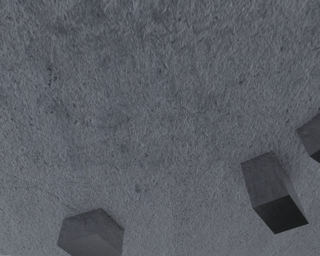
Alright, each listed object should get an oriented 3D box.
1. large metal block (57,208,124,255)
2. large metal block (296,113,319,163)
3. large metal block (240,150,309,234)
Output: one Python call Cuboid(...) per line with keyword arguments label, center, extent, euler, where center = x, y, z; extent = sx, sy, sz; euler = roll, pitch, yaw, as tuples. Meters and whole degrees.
Cuboid(label="large metal block", center=(-0.122, 0.196, 0.556), extent=(0.080, 0.050, 0.080), euler=(-20, 128, 16))
Cuboid(label="large metal block", center=(0.244, 0.013, 0.404), extent=(0.080, 0.050, 0.080), euler=(30, 124, -23))
Cuboid(label="large metal block", center=(0.166, 0.094, 0.453), extent=(0.050, 0.080, 0.080), euler=(-28, 125, 21))
